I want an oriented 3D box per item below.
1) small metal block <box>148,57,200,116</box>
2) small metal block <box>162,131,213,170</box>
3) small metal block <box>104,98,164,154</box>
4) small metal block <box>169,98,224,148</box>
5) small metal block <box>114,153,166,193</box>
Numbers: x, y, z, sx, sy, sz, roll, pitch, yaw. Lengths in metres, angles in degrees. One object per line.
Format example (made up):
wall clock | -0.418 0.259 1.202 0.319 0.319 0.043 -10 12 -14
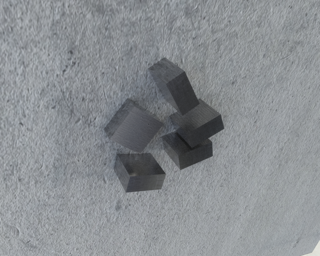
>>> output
small metal block | 0.016 -0.050 0.369 0.025 0.050 0.050 -35 129 -5
small metal block | 0.037 0.025 0.426 0.050 0.050 0.025 -21 127 -16
small metal block | -0.033 -0.002 0.388 0.050 0.025 0.050 31 101 -38
small metal block | 0.048 -0.008 0.412 0.050 0.050 0.025 -30 129 -9
small metal block | -0.028 0.058 0.411 0.050 0.050 0.025 1 118 -29
